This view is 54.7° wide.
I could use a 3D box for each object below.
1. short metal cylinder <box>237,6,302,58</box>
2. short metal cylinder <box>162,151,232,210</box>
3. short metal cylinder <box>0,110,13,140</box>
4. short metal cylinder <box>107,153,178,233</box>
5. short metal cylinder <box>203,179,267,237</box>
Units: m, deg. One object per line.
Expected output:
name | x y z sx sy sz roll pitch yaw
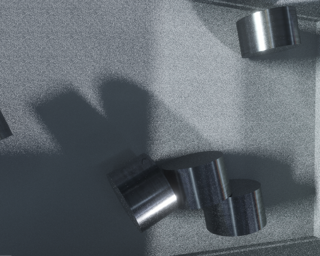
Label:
short metal cylinder | 0.152 -0.133 0.437 0.081 0.080 0.050 -12 94 -20
short metal cylinder | 0.047 0.065 0.399 0.081 0.080 0.050 -16 96 -19
short metal cylinder | -0.198 0.001 0.308 0.081 0.080 0.050 -26 99 -18
short metal cylinder | -0.022 0.077 0.373 0.050 0.080 0.080 -30 100 -17
short metal cylinder | 0.098 0.104 0.418 0.081 0.080 0.050 -12 94 -20
